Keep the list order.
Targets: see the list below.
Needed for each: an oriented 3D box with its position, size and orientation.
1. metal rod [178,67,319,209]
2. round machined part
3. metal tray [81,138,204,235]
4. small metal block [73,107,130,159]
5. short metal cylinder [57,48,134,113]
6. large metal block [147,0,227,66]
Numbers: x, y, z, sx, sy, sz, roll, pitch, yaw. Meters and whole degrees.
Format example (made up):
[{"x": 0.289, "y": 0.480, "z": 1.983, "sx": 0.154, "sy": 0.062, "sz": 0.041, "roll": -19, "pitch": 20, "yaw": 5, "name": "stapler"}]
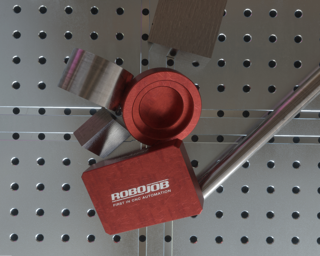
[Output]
[{"x": 0.136, "y": 0.009, "z": 0.414, "sx": 0.300, "sy": 0.025, "sz": 0.025, "roll": -43, "pitch": 90, "yaw": 0, "name": "metal rod"}, {"x": -0.001, "y": -0.028, "z": 0.392, "sx": 0.099, "sy": 0.042, "sz": 0.097, "roll": -6, "pitch": 114, "yaw": -13, "name": "round machined part"}, {"x": -0.021, "y": 0.075, "z": 0.387, "sx": 0.130, "sy": 0.030, "sz": 0.090, "roll": -18, "pitch": 100, "yaw": 15, "name": "metal tray"}, {"x": -0.073, "y": 0.007, "z": 0.397, "sx": 0.050, "sy": 0.050, "sz": 0.025, "roll": -42, "pitch": 59, "yaw": 1, "name": "small metal block"}, {"x": -0.079, "y": -0.058, "z": 0.385, "sx": 0.080, "sy": 0.080, "sz": 0.050, "roll": 24, "pitch": 90, "yaw": 0, "name": "short metal cylinder"}, {"x": 0.034, "y": -0.133, "z": 0.401, "sx": 0.080, "sy": 0.050, "sz": 0.080, "roll": 15, "pitch": 90, "yaw": 0, "name": "large metal block"}]
